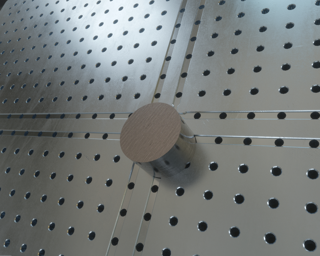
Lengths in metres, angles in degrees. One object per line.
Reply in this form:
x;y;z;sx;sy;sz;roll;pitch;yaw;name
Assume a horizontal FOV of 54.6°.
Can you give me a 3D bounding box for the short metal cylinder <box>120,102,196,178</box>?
-0.002;0.015;0.385;0.080;0.050;0.080;-13;56;21;short metal cylinder
